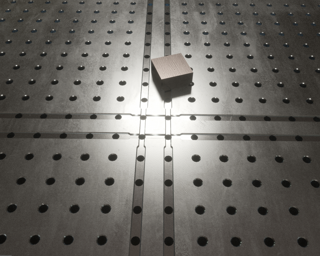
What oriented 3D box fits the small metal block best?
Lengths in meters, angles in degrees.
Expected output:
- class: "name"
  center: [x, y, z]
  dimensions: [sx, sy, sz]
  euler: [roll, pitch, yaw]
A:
- class: "small metal block"
  center: [0.018, -0.087, 0.481]
  dimensions: [0.050, 0.025, 0.050]
  euler: [-15, 52, -12]
